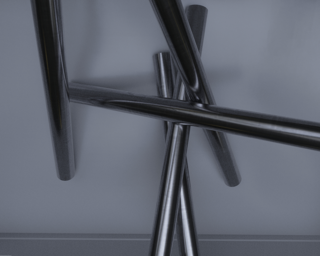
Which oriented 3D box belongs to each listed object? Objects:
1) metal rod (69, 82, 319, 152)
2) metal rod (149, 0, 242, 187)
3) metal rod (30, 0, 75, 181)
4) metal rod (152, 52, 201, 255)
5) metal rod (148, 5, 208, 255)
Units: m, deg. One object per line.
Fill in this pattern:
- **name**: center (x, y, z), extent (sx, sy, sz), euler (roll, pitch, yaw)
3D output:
- **metal rod**: center (0.016, -0.018, 0.327), extent (0.300, 0.025, 0.025), euler (12, 113, 27)
- **metal rod**: center (0.049, -0.024, 0.341), extent (0.025, 0.025, 0.299), euler (-22, 132, 8)
- **metal rod**: center (-0.110, -0.038, 0.329), extent (0.025, 0.025, 0.298), euler (9, 136, -3)
- **metal rod**: center (0.023, 0.059, 0.373), extent (0.025, 0.025, 0.298), euler (-8, 87, 3)
- **metal rod**: center (0.020, 0.008, 0.350), extent (0.025, 0.025, 0.298), euler (9, 85, -4)
